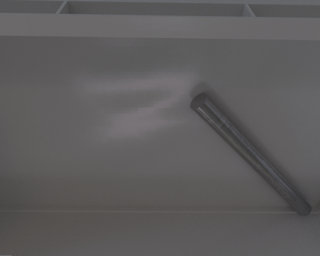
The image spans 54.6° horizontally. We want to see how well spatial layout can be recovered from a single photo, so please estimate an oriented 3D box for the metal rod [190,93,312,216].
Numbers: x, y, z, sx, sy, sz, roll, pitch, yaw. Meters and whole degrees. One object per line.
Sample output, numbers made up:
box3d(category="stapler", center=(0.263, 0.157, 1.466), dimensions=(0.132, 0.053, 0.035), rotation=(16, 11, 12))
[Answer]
box3d(category="metal rod", center=(0.146, 0.053, 0.454), dimensions=(0.025, 0.025, 0.301), rotation=(-34, 123, 25))
